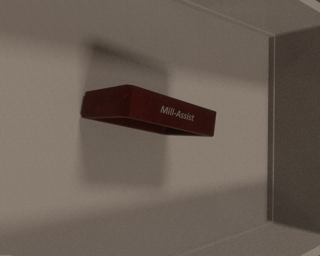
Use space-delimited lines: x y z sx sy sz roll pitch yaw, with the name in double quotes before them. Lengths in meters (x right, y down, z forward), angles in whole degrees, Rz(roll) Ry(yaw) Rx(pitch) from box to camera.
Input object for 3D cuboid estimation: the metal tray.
"metal tray" -0.010 -0.015 0.357 0.131 0.090 0.030 13 82 -40
